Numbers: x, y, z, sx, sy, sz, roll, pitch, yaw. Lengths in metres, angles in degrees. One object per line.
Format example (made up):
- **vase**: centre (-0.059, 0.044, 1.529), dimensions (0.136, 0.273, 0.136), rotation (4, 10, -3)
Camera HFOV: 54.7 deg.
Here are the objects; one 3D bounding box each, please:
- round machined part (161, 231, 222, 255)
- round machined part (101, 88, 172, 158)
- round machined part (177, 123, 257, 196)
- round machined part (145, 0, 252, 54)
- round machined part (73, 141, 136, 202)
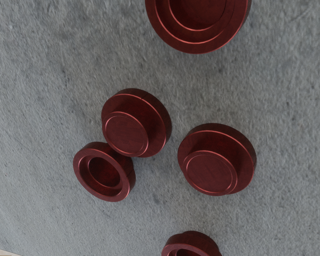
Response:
- **round machined part**: centre (0.055, 0.203, 0.491), dimensions (0.098, 0.042, 0.097), rotation (13, 124, 20)
- **round machined part**: centre (-0.037, 0.000, 0.414), dimensions (0.098, 0.042, 0.097), rotation (13, 124, 20)
- **round machined part**: centre (0.067, 0.046, 0.388), dimensions (0.098, 0.042, 0.097), rotation (13, 124, 20)
- **round machined part**: centre (0.039, -0.125, 0.298), dimensions (0.098, 0.042, 0.097), rotation (13, 124, 20)
- **round machined part**: centre (-0.080, 0.062, 0.474), dimensions (0.098, 0.042, 0.097), rotation (13, 124, 20)
